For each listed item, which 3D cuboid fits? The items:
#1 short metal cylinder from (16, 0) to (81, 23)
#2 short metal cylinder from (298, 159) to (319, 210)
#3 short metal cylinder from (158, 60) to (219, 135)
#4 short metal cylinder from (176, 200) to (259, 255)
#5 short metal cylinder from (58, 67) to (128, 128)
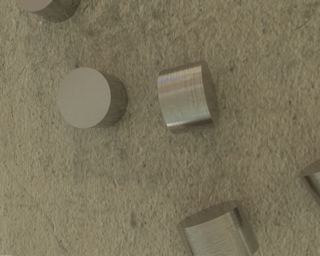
[{"bbox_3d":[-0.164,-0.201,0.452,0.080,0.050,0.079,0,90,19],"label":"short metal cylinder"},{"bbox_3d":[0.192,0.052,0.313,0.080,0.080,0.050,-32,80,17],"label":"short metal cylinder"},{"bbox_3d":[0.036,-0.035,0.367,0.050,0.080,0.080,-11,87,19],"label":"short metal cylinder"},{"bbox_3d":[0.065,0.122,0.356,0.080,0.080,0.050,-25,82,18],"label":"short metal cylinder"},{"bbox_3d":[-0.091,-0.039,0.427,0.080,0.050,0.079,0,90,19],"label":"short metal cylinder"}]
